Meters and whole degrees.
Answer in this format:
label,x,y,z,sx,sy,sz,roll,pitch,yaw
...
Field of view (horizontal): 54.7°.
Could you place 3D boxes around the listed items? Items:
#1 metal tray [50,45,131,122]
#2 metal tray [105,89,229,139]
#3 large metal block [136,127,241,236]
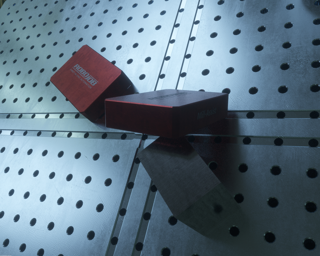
label,x,y,z,sx,sy,sz,roll,pitch,yaw
metal tray,-0.118,-0.078,0.515,0.090,0.030,0.130,-46,51,-5
metal tray,0.013,-0.022,0.354,0.090,0.131,0.030,9,105,32
large metal block,0.031,0.056,0.323,0.050,0.080,0.080,-38,51,3
